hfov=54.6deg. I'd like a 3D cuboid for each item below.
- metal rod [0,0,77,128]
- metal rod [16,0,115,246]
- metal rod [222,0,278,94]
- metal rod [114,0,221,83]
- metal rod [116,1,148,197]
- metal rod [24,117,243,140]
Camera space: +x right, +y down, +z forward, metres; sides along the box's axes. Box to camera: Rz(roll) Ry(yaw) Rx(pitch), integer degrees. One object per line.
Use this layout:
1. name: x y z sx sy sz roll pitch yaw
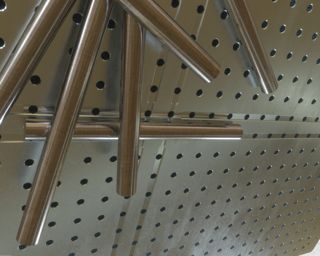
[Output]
1. metal rod: -0.145 -0.045 0.303 0.025 0.025 0.299 27 103 -37
2. metal rod: -0.097 -0.013 0.321 0.025 0.025 0.298 13 103 -34
3. metal rod: 0.088 -0.149 0.366 0.025 0.025 0.300 -41 129 -1
4. metal rod: -0.049 -0.135 0.264 0.301 0.025 0.025 35 98 -30
5. metal rod: -0.030 -0.058 0.336 0.025 0.025 0.298 -6 114 -25
6. metal rod: -0.013 0.003 0.405 0.302 0.025 0.025 1 118 -29
